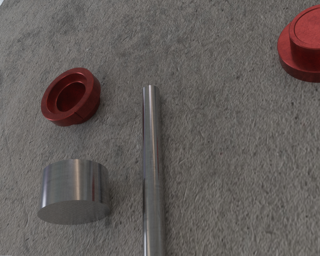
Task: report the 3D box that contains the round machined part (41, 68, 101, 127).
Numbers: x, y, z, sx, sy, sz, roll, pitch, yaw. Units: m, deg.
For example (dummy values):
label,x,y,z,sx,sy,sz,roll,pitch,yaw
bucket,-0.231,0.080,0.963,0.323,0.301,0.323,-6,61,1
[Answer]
label,x,y,z,sx,sy,sz,roll,pitch,yaw
round machined part,-0.135,-0.044,0.491,0.098,0.042,0.098,-13,56,21

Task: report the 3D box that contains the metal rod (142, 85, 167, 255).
label,x,y,z,sx,sy,sz,roll,pitch,yaw
metal rod,-0.008,0.073,0.363,0.025,0.025,0.299,-15,55,19

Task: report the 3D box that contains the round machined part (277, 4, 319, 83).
label,x,y,z,sx,sy,sz,roll,pitch,yaw
round machined part,0.188,-0.104,0.359,0.098,0.042,0.098,-13,56,21

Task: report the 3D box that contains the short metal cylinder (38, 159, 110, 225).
label,x,y,z,sx,sy,sz,roll,pitch,yaw
short metal cylinder,-0.102,0.079,0.374,0.080,0.080,0.050,-20,54,16
